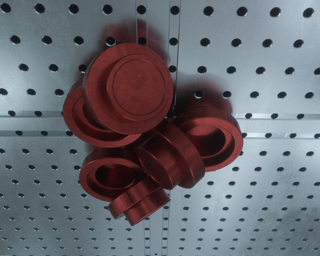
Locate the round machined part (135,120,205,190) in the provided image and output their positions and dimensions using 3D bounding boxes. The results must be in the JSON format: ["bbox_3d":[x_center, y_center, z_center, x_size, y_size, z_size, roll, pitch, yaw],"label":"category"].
[{"bbox_3d":[0.007,0.040,0.394,0.042,0.098,0.098,-38,133,-23],"label":"round machined part"}]

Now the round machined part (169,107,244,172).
[{"bbox_3d":[0.056,0.011,0.409,0.099,0.042,0.097,0,130,0],"label":"round machined part"}]

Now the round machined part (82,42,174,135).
[{"bbox_3d":[-0.028,-0.041,0.329,0.099,0.042,0.097,-1,93,-26],"label":"round machined part"}]

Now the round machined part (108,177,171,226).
[{"bbox_3d":[-0.023,0.107,0.453,0.098,0.042,0.098,-32,166,-9],"label":"round machined part"}]

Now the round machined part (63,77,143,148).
[{"bbox_3d":[-0.063,-0.025,0.377,0.099,0.042,0.097,0,130,0],"label":"round machined part"}]

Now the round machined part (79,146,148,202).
[{"bbox_3d":[-0.064,0.063,0.452,0.099,0.042,0.097,0,130,0],"label":"round machined part"}]
